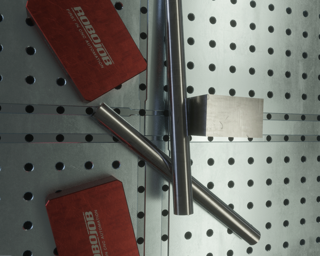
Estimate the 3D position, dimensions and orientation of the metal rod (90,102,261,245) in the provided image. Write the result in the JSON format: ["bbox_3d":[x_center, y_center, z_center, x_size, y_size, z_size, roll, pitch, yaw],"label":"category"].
[{"bbox_3d":[0.032,0.071,0.425,0.300,0.025,0.025,41,77,-16],"label":"metal rod"}]

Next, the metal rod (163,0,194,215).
[{"bbox_3d":[0.023,-0.040,0.405,0.025,0.025,0.298,-1,84,-20],"label":"metal rod"}]

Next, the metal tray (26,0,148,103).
[{"bbox_3d":[-0.087,-0.107,0.378,0.090,0.030,0.130,-34,101,-17],"label":"metal tray"}]

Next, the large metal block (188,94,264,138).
[{"bbox_3d":[0.078,-0.014,0.414,0.081,0.080,0.050,2,90,-20],"label":"large metal block"}]

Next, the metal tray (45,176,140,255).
[{"bbox_3d":[-0.079,0.135,0.382,0.091,0.030,0.129,-14,95,-20],"label":"metal tray"}]
